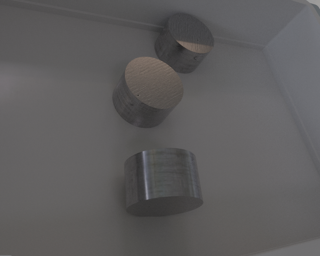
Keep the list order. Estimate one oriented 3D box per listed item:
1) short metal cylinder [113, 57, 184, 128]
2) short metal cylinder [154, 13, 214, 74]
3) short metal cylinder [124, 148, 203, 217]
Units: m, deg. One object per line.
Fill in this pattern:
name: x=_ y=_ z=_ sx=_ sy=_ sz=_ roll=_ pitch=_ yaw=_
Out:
short metal cylinder: x=-0.016 y=-0.047 z=0.409 sx=0.081 sy=0.050 sz=0.080 roll=14 pitch=56 yaw=-21
short metal cylinder: x=0.038 y=-0.134 z=0.491 sx=0.081 sy=0.050 sz=0.080 roll=14 pitch=56 yaw=-21
short metal cylinder: x=0.003 y=0.061 z=0.334 sx=0.081 sy=0.080 sz=0.050 roll=8 pitch=59 yaw=-24
